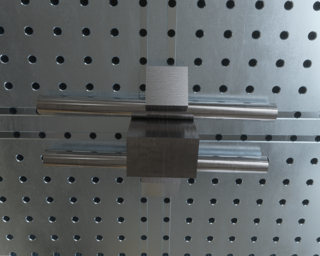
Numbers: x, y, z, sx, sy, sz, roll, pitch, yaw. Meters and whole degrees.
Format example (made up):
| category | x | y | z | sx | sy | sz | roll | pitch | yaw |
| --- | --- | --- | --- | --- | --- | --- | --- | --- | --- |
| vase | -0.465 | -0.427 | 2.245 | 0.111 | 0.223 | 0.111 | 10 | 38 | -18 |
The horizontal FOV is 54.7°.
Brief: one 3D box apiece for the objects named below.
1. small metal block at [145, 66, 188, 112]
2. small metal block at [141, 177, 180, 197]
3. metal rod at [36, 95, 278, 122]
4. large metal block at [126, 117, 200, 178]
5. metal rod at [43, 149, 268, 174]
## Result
| category | x | y | z | sx | sy | sz | roll | pitch | yaw |
| --- | --- | --- | --- | --- | --- | --- | --- | --- | --- |
| small metal block | 0.008 | -0.048 | 0.380 | 0.050 | 0.025 | 0.050 | 1 | 76 | -1 |
| small metal block | 0.000 | 0.073 | 0.424 | 0.050 | 0.025 | 0.050 | 2 | 148 | -2 |
| metal rod | -0.002 | -0.025 | 0.399 | 0.302 | 0.025 | 0.025 | 2 | 110 | -1 |
| large metal block | 0.003 | 0.020 | 0.387 | 0.081 | 0.080 | 0.050 | 2 | 110 | -1 |
| metal rod | -0.005 | 0.046 | 0.427 | 0.302 | 0.025 | 0.025 | 2 | 110 | -1 |
